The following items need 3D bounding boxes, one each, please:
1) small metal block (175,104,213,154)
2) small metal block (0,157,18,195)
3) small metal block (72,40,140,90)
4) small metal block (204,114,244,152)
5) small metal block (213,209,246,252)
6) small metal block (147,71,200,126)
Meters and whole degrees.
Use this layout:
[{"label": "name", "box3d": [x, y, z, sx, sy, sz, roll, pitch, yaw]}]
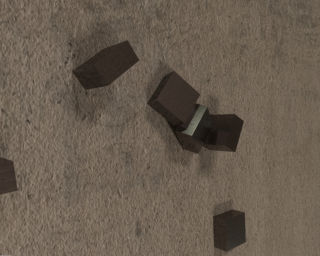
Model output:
[{"label": "small metal block", "box3d": [0.049, 0.001, 0.436, 0.050, 0.025, 0.050, -60, 150, -23]}, {"label": "small metal block", "box3d": [-0.155, 0.043, 0.259, 0.050, 0.050, 0.025, -10, 97, -40]}, {"label": "small metal block", "box3d": [-0.060, -0.068, 0.340, 0.050, 0.050, 0.025, -46, 118, -30]}, {"label": "small metal block", "box3d": [0.093, 0.007, 0.469, 0.025, 0.050, 0.050, 31, 71, -36]}, {"label": "small metal block", "box3d": [0.113, 0.165, 0.503, 0.050, 0.025, 0.050, -4, 93, -40]}, {"label": "small metal block", "box3d": [0.019, -0.039, 0.416, 0.050, 0.025, 0.050, 39, 66, -20]}]
